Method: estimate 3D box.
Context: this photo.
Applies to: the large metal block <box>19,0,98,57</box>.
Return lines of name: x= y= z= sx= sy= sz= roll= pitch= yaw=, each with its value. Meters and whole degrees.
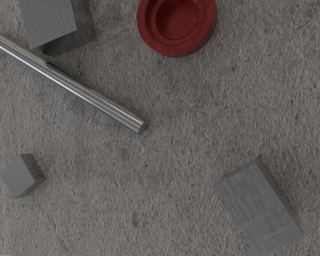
large metal block: x=-0.146 y=-0.158 z=0.447 sx=0.080 sy=0.050 sz=0.080 roll=-15 pitch=85 yaw=19

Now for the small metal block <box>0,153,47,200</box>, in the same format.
small metal block: x=-0.214 y=0.075 z=0.485 sx=0.050 sy=0.025 sz=0.050 roll=-39 pitch=78 yaw=16

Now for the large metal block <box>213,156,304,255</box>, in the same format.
large metal block: x=0.108 y=0.081 z=0.341 sx=0.050 sy=0.080 sz=0.080 roll=-34 pitch=79 yaw=17

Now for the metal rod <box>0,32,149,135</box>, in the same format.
metal rod: x=-0.145 y=-0.074 z=0.460 sx=0.300 sy=0.025 sz=0.025 roll=31 pitch=100 yaw=17

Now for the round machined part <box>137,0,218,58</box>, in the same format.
round machined part: x=0.024 y=-0.137 z=0.391 sx=0.098 sy=0.042 sz=0.097 roll=0 pitch=90 yaw=20
